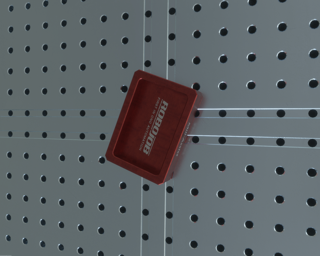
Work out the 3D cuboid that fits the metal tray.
[{"bbox_3d":[-0.010,-0.002,0.413,0.090,0.030,0.129,23,98,18],"label":"metal tray"}]
